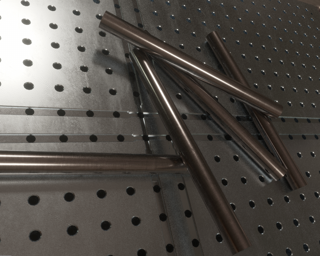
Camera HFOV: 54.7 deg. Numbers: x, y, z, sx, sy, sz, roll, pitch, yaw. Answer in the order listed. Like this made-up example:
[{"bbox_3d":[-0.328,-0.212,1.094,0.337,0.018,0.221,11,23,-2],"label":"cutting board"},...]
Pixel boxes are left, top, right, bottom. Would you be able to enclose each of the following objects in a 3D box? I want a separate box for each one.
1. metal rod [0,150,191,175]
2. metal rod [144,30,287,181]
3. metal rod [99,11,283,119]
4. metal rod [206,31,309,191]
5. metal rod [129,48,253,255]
[{"bbox_3d":[-0.086,0.039,0.338,0.303,0.025,0.025,4,60,-27],"label":"metal rod"},{"bbox_3d":[0.076,-0.036,0.472,0.300,0.025,0.025,45,51,3],"label":"metal rod"},{"bbox_3d":[0.054,-0.087,0.459,0.302,0.025,0.025,25,53,-13],"label":"metal rod"},{"bbox_3d":[0.154,-0.039,0.517,0.025,0.025,0.299,-12,68,-34],"label":"metal rod"},{"bbox_3d":[0.026,0.009,0.390,0.025,0.025,0.299,-8,57,-32],"label":"metal rod"}]
